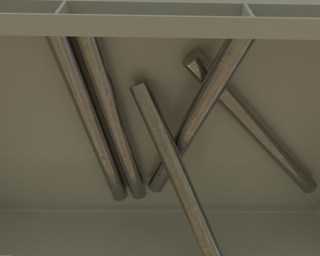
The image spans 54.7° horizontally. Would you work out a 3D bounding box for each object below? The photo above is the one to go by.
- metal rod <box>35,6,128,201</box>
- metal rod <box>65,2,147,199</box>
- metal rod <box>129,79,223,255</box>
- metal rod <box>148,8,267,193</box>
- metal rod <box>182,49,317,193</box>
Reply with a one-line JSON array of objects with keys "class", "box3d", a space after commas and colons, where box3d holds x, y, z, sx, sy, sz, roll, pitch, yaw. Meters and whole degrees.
[{"class": "metal rod", "box3d": [-0.088, -0.004, 0.404, 0.025, 0.025, 0.298, -7, 130, 6]}, {"class": "metal rod", "box3d": [-0.057, -0.008, 0.401, 0.025, 0.025, 0.298, -7, 130, 6]}, {"class": "metal rod", "box3d": [0.032, 0.080, 0.404, 0.025, 0.025, 0.299, -19, 105, 15]}, {"class": "metal rod", "box3d": [0.038, -0.004, 0.380, 0.025, 0.025, 0.298, 14, 136, -11]}, {"class": "metal rod", "box3d": [0.134, 0.007, 0.415, 0.025, 0.025, 0.301, -35, 123, 25]}]
